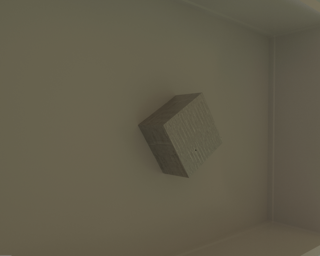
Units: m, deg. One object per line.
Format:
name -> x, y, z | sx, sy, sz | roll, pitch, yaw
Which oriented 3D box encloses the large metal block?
large metal block -> 0.030, 0.008, 0.418 | 0.080, 0.050, 0.080 | -40, 115, -33
